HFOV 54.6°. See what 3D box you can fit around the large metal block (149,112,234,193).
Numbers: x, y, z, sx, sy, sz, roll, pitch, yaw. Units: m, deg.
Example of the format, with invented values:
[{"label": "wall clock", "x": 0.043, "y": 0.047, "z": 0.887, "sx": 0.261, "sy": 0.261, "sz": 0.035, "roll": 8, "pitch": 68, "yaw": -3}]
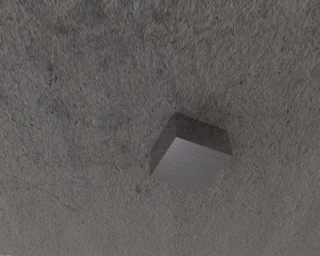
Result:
[{"label": "large metal block", "x": 0.039, "y": 0.035, "z": 0.420, "sx": 0.080, "sy": 0.050, "sz": 0.080, "roll": 19, "pitch": 128, "yaw": -16}]
